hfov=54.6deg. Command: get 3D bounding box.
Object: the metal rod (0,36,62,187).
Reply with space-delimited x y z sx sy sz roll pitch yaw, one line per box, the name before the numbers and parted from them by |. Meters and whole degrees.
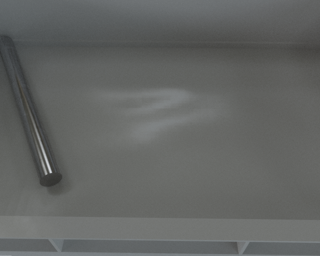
metal rod | -0.193 -0.043 0.440 0.025 0.025 0.300 -22 53 -17
